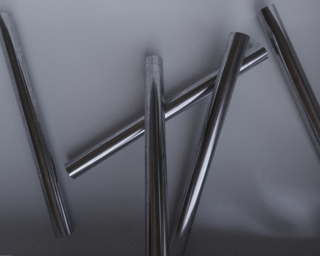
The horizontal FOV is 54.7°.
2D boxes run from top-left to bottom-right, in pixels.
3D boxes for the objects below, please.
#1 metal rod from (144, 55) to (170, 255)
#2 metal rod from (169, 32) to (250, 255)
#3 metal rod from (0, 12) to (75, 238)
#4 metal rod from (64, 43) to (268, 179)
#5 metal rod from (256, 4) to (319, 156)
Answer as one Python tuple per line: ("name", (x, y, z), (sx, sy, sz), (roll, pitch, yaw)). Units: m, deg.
("metal rod", (-0.005, 0.047, 0.352), (0.025, 0.025, 0.299), (-1, 66, 0))
("metal rod", (0.058, 0.028, 0.396), (0.025, 0.025, 0.298), (16, 96, -1))
("metal rod", (-0.166, -0.004, 0.409), (0.025, 0.025, 0.298), (-16, 90, 0))
("metal rod", (0.009, -0.023, 0.411), (0.301, 0.025, 0.025), (-32, 90, -1))
("metal rod", (0.202, -0.022, 0.414), (0.025, 0.025, 0.299), (-24, 90, 0))
